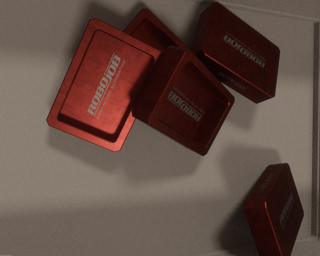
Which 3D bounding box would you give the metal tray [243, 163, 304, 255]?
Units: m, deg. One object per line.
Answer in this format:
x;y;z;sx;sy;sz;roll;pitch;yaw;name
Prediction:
0.164;0.115;0.435;0.131;0.030;0.090;-29;102;-52;metal tray

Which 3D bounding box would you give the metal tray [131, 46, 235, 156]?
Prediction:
0.035;-0.027;0.376;0.130;0.030;0.090;31;86;-49;metal tray

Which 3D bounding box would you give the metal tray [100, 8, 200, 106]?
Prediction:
-0.002;-0.078;0.407;0.130;0.030;0.090;40;77;-16;metal tray

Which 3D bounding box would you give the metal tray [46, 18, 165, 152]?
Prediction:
-0.063;-0.047;0.360;0.090;0.030;0.129;24;100;-14;metal tray

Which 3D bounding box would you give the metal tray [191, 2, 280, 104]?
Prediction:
0.108;-0.102;0.430;0.131;0.030;0.090;26;64;-23;metal tray
